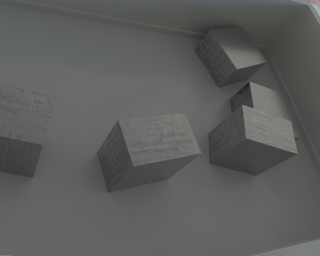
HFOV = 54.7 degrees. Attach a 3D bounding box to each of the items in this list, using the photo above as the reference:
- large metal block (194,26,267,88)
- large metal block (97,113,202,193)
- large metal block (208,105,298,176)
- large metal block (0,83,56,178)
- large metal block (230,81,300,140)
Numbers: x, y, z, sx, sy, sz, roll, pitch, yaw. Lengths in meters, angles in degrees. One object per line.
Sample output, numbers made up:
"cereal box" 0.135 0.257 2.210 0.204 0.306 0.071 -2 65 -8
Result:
"large metal block" 0.120 -0.123 0.529 0.081 0.050 0.080 -19 72 -35
"large metal block" -0.015 0.028 0.345 0.081 0.080 0.050 -7 66 -31
"large metal block" 0.123 0.020 0.424 0.081 0.080 0.050 16 55 -19
"large metal block" -0.150 0.002 0.288 0.081 0.080 0.050 15 56 -20
"large metal block" 0.162 -0.016 0.486 0.081 0.050 0.080 15 56 -20
